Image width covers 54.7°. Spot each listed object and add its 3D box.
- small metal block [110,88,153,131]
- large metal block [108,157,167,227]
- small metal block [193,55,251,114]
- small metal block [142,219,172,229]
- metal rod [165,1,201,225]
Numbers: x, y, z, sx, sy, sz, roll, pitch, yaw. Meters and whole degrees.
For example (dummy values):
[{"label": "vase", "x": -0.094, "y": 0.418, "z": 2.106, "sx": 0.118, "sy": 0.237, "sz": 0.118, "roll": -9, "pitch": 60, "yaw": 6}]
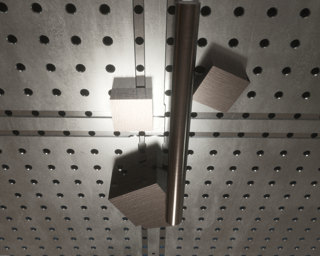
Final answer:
[{"label": "small metal block", "x": -0.034, "y": -0.023, "z": 0.392, "sx": 0.050, "sy": 0.025, "sz": 0.050, "roll": -1, "pitch": 130, "yaw": 0}, {"label": "large metal block", "x": -0.022, "y": 0.101, "z": 0.481, "sx": 0.080, "sy": 0.050, "sz": 0.080, "roll": -22, "pitch": 127, "yaw": 17}, {"label": "small metal block", "x": 0.070, "y": -0.051, "z": 0.369, "sx": 0.050, "sy": 0.025, "sz": 0.050, "roll": 20, "pitch": 127, "yaw": -17}, {"label": "small metal block", "x": -0.008, "y": 0.149, "z": 0.539, "sx": 0.050, "sy": 0.025, "sz": 0.050, "roll": -7, "pitch": 130, "yaw": 5}, {"label": "metal rod", "x": 0.024, "y": 0.005, "z": 0.381, "sx": 0.025, "sy": 0.025, "sz": 0.298, "roll": 1, "pitch": 120, "yaw": -1}]
